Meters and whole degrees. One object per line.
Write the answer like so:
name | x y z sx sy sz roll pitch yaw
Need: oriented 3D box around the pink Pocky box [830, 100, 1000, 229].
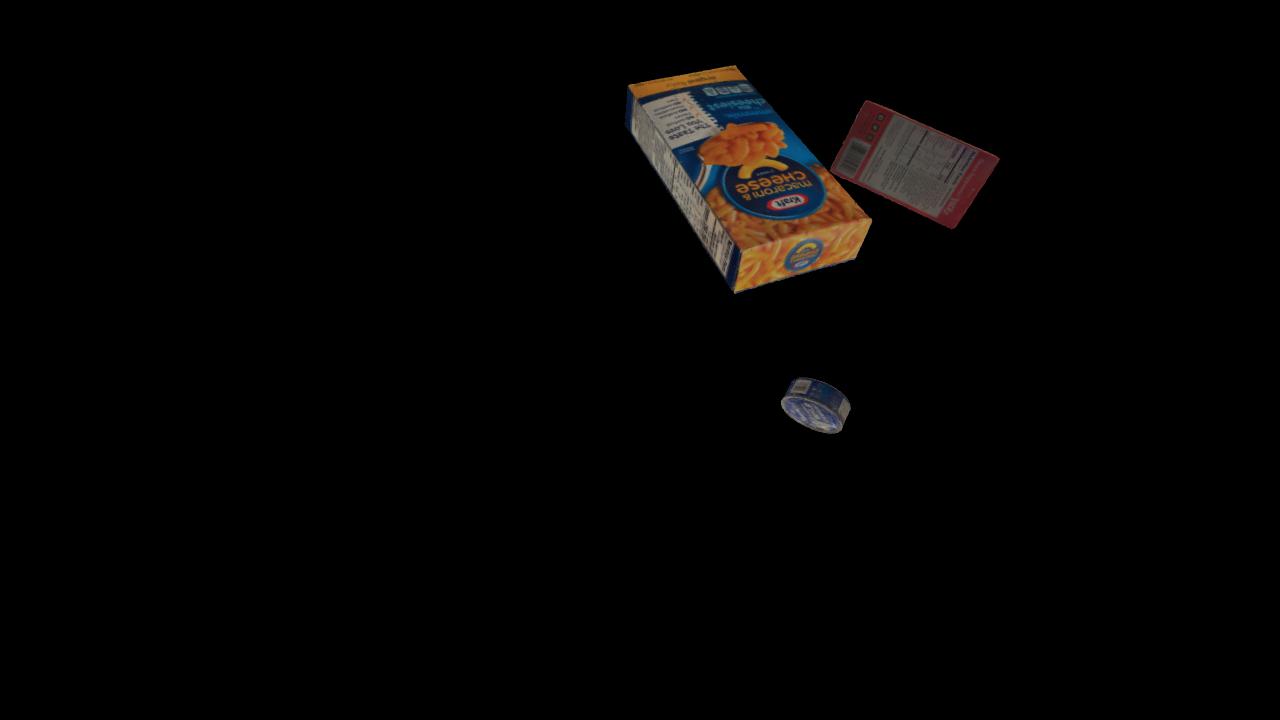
pink Pocky box | 0.303 -0.219 0.689 0.155 0.084 0.029 31 31 14

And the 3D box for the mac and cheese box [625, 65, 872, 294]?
mac and cheese box | 0.065 -0.132 0.420 0.093 0.184 0.041 -16 -34 -16

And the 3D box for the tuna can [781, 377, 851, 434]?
tuna can | 0.229 0.059 0.803 0.084 0.034 0.084 27 -21 12
